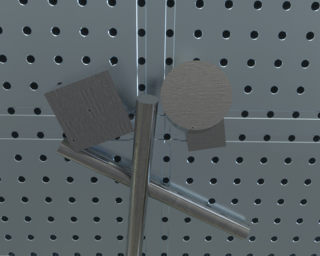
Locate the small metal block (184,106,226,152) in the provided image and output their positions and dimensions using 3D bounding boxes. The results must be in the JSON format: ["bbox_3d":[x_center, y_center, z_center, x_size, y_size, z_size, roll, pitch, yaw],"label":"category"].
[{"bbox_3d":[0.059,0.001,0.415,0.050,0.025,0.050,-8,110,2],"label":"small metal block"}]

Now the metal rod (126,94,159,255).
[{"bbox_3d":[-0.029,0.095,0.421,0.025,0.025,0.298,5,120,-2],"label":"metal rod"}]

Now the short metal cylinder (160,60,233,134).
[{"bbox_3d":[0.042,-0.035,0.372,0.080,0.050,0.080,0,84,3],"label":"short metal cylinder"}]

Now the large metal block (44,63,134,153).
[{"bbox_3d":[-0.082,-0.026,0.389,0.080,0.050,0.080,-20,109,6],"label":"large metal block"}]

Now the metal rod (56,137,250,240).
[{"bbox_3d":[-0.002,0.091,0.446,0.301,0.025,0.025,27,108,-10],"label":"metal rod"}]
